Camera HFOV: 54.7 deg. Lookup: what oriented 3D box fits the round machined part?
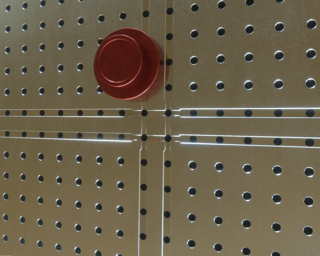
[{"bbox_3d":[-0.048,-0.087,0.419,0.098,0.042,0.097,0,90,19],"label":"round machined part"}]
